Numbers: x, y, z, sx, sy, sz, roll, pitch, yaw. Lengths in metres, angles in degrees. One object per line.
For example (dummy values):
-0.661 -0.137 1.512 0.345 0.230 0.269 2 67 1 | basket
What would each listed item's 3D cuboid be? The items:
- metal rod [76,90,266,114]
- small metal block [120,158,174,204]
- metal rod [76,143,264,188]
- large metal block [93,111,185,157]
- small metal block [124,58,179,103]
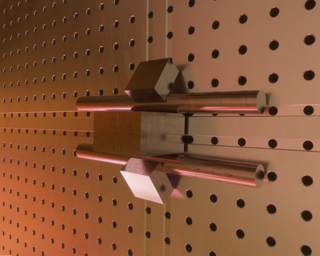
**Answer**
-0.012 -0.033 0.413 0.300 0.025 0.025 3 92 39 | metal rod
-0.017 0.068 0.403 0.050 0.025 0.050 4 130 39 | small metal block
-0.013 0.044 0.415 0.300 0.025 0.025 3 92 39 | metal rod
-0.026 0.005 0.389 0.080 0.081 0.050 3 92 40 | large metal block
-0.010 -0.061 0.398 0.050 0.025 0.050 2 57 39 | small metal block
